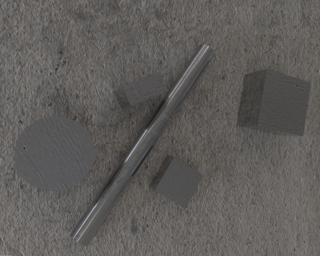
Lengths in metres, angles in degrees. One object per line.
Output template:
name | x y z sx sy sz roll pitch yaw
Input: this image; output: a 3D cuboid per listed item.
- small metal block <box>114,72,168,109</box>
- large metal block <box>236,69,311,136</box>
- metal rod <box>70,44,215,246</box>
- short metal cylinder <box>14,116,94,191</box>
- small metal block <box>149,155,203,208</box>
small metal block | -0.025 -0.046 0.387 0.050 0.050 0.025 -24 99 -18
large metal block | 0.167 -0.035 0.458 0.081 0.050 0.080 12 86 -20
metal rod | -0.016 0.013 0.403 0.025 0.025 0.300 37 78 -16
short metal cylinder | -0.119 0.027 0.352 0.081 0.050 0.080 0 90 -20
small metal block | 0.022 0.072 0.417 0.050 0.025 0.050 34 79 -17
